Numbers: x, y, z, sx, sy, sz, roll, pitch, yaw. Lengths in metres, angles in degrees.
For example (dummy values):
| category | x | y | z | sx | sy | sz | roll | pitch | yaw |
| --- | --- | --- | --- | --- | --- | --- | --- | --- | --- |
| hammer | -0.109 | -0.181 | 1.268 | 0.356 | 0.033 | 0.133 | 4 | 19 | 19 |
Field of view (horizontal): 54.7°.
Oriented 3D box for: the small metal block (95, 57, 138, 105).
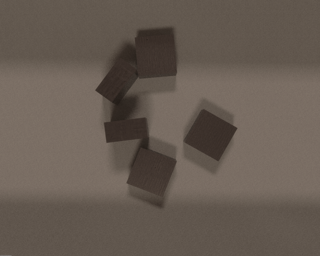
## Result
| category | x | y | z | sx | sy | sz | roll | pitch | yaw |
| --- | --- | --- | --- | --- | --- | --- | --- | --- | --- |
| small metal block | -0.053 | -0.058 | 0.398 | 0.025 | 0.050 | 0.050 | 36 | 90 | -1 |

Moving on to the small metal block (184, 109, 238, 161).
| category | x | y | z | sx | sy | sz | roll | pitch | yaw |
| --- | --- | --- | --- | --- | --- | --- | --- | --- | --- |
| small metal block | 0.066 | 0.009 | 0.412 | 0.050 | 0.025 | 0.050 | 30 | 90 | -1 |

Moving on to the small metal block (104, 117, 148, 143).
| category | x | y | z | sx | sy | sz | roll | pitch | yaw |
| --- | --- | --- | --- | --- | --- | --- | --- | --- | --- |
| small metal block | -0.041 | 0.002 | 0.398 | 0.050 | 0.050 | 0.025 | -7 | 90 | 0 |

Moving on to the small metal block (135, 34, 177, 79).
| category | x | y | z | sx | sy | sz | roll | pitch | yaw |
| --- | --- | --- | --- | --- | --- | --- | --- | --- | --- |
| small metal block | -0.005 | -0.094 | 0.411 | 0.050 | 0.025 | 0.050 | -5 | 90 | -1 |

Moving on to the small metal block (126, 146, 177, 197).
| category | x | y | z | sx | sy | sz | roll | pitch | yaw |
| --- | --- | --- | --- | --- | --- | --- | --- | --- | --- |
| small metal block | -0.011 | 0.057 | 0.411 | 0.050 | 0.025 | 0.050 | 22 | 90 | -1 |
